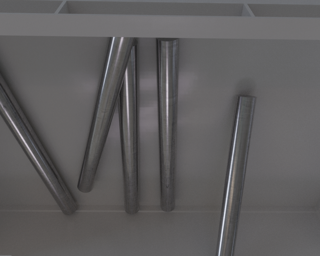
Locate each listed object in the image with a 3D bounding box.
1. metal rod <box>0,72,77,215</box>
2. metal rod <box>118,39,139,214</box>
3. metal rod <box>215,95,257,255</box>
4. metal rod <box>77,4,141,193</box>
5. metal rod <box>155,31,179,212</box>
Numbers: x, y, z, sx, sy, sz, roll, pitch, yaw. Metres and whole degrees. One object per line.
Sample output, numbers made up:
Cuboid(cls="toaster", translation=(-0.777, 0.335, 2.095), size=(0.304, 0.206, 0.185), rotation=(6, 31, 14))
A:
Cuboid(cls="metal rod", translation=(-0.177, 0.025, 0.428), size=(0.025, 0.025, 0.298), rotation=(-8, 130, 6))
Cuboid(cls="metal rod", translation=(-0.042, 0.022, 0.426), size=(0.025, 0.025, 0.298), rotation=(1, 130, -2))
Cuboid(cls="metal rod", translation=(0.095, 0.105, 0.414), size=(0.025, 0.025, 0.298), rotation=(3, 103, -3))
Cuboid(cls="metal rod", translation=(-0.073, -0.007, 0.382), size=(0.025, 0.025, 0.298), rotation=(13, 135, -11))
Cuboid(cls="metal rod", translation=(0.010, 0.017, 0.423), size=(0.025, 0.025, 0.298), rotation=(-1, 130, 0))
